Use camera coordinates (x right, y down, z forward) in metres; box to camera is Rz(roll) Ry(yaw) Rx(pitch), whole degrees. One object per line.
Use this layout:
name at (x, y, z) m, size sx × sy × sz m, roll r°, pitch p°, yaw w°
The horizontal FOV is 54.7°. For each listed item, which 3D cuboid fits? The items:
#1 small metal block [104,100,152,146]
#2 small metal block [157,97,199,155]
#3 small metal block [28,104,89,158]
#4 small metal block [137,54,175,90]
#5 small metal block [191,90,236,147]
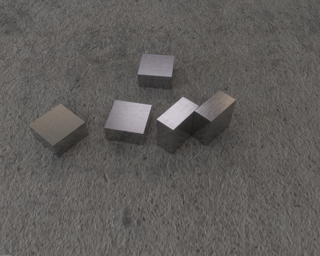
small metal block at (-0.040, -0.007, 0.409) m, size 0.050 × 0.025 × 0.050 m, roll 9°, pitch 51°, yaw 7°
small metal block at (0.022, -0.003, 0.389) m, size 0.025 × 0.050 × 0.050 m, roll 34°, pitch 58°, yaw 25°
small metal block at (-0.130, 0.002, 0.400) m, size 0.050 × 0.025 × 0.050 m, roll 33°, pitch 57°, yaw 25°
small metal block at (-0.005, -0.087, 0.476) m, size 0.050 × 0.025 × 0.050 m, roll 5°, pitch 50°, yaw 4°
small metal block at (0.068, -0.012, 0.397) m, size 0.025 × 0.050 × 0.050 m, roll 36°, pitch 59°, yaw 26°
